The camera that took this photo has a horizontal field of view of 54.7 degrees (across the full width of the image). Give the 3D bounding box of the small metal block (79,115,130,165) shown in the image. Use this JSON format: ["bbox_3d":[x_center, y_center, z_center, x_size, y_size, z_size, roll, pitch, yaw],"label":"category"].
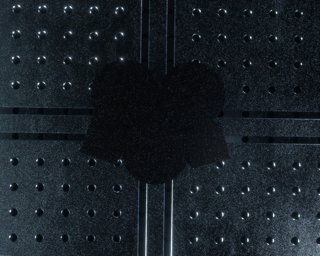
[{"bbox_3d":[-0.071,0.016,0.409,0.050,0.025,0.050,21,90,0],"label":"small metal block"}]

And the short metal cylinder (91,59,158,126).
[{"bbox_3d":[-0.042,-0.043,0.397,0.081,0.050,0.079,0,90,0],"label":"short metal cylinder"}]

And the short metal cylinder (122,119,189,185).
[{"bbox_3d":[-0.006,0.028,0.397,0.081,0.050,0.079,0,90,0],"label":"short metal cylinder"}]

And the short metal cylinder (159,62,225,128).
[{"bbox_3d":[0.039,-0.040,0.398,0.081,0.050,0.079,0,90,0],"label":"short metal cylinder"}]

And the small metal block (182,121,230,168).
[{"bbox_3d":[0.060,0.022,0.411,0.050,0.025,0.050,-14,90,0],"label":"small metal block"}]
